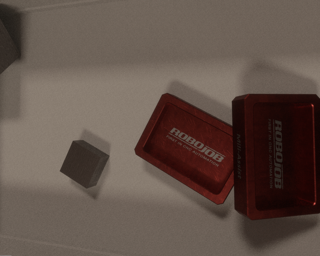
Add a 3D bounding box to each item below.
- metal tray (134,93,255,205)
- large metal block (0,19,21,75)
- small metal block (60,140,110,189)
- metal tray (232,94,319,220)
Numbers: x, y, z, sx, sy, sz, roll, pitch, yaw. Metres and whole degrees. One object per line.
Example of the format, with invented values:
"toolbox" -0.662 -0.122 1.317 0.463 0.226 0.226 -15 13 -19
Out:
"metal tray" 0.043 0.024 0.391 0.130 0.030 0.090 30 99 17
"large metal block" -0.266 -0.120 0.455 0.050 0.080 0.080 -1 132 18
"small metal block" -0.109 0.051 0.447 0.050 0.025 0.050 28 99 17
"metal tray" 0.128 0.029 0.339 0.091 0.030 0.129 -1 90 -13
